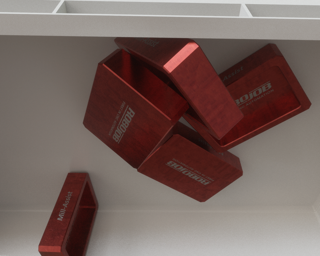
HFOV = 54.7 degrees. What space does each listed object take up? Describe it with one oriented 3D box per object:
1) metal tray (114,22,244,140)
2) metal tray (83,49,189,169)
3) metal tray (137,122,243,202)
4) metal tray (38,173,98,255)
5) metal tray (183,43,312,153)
[{"bbox_3d":[0.013,-0.050,0.296,0.030,0.130,0.090,-44,125,-2],"label":"metal tray"},{"bbox_3d":[-0.034,-0.013,0.341,0.090,0.030,0.129,40,147,2],"label":"metal tray"},{"bbox_3d":[0.043,0.053,0.452,0.131,0.030,0.090,30,124,-24],"label":"metal tray"},{"bbox_3d":[-0.129,0.142,0.457,0.030,0.130,0.089,0,130,6],"label":"metal tray"},{"bbox_3d":[0.103,-0.030,0.381,0.130,0.030,0.090,-31,124,23],"label":"metal tray"}]
